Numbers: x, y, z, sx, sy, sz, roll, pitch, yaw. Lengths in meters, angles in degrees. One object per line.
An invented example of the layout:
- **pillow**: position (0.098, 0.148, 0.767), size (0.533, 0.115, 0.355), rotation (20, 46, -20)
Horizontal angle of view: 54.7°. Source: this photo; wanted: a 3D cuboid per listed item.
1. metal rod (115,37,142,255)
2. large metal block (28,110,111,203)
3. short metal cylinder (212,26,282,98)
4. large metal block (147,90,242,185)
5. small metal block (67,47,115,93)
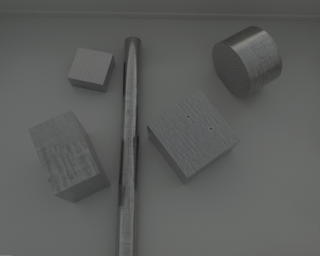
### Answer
- **metal rod**: position (-0.039, 0.014, 0.404), size (0.025, 0.025, 0.299), rotation (0, 70, 0)
- **large metal block**: position (-0.103, 0.037, 0.366), size (0.050, 0.080, 0.080), rotation (-25, 72, -9)
- **short metal cylinder**: position (0.114, -0.088, 0.414), size (0.050, 0.080, 0.080), rotation (-30, 73, -10)
- **large metal block**: position (0.040, 0.013, 0.392), size (0.080, 0.050, 0.080), rotation (-34, 74, -12)
- **small metal block**: position (-0.096, -0.082, 0.438), size (0.050, 0.025, 0.050), rotation (12, 70, 4)
